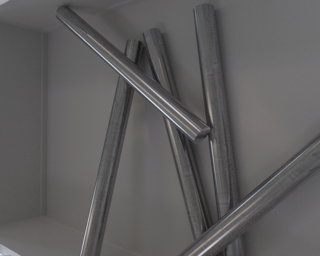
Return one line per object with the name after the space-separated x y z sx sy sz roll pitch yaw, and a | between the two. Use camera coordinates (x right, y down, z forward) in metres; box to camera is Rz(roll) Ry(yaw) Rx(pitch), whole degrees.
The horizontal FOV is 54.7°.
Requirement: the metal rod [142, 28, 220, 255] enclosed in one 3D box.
0.024 0.015 0.387 0.025 0.025 0.299 -23 76 38 | metal rod

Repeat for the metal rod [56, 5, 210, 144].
-0.051 -0.084 0.406 0.300 0.025 0.025 43 116 27 | metal rod

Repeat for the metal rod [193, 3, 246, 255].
0.067 0.007 0.351 0.025 0.025 0.298 -10 83 39 | metal rod

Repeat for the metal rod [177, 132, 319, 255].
0.105 0.063 0.296 0.299 0.025 0.025 -49 61 21 | metal rod

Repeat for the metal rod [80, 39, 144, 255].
-0.063 0.025 0.414 0.025 0.025 0.299 4 79 40 | metal rod
